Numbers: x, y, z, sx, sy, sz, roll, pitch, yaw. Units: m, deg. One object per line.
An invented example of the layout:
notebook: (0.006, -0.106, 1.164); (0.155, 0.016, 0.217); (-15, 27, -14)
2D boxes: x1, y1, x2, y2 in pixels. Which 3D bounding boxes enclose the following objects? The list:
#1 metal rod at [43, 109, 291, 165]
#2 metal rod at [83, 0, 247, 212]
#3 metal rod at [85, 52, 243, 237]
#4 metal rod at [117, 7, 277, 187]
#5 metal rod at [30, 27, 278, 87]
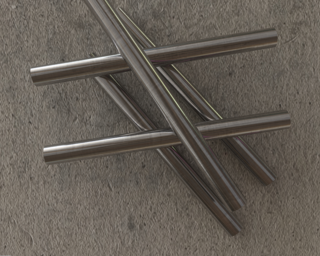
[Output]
metal rod: (0.009, 0.011, 0.387); (0.302, 0.025, 0.025); (-9, 90, -1)
metal rod: (0.006, -0.032, 0.361); (0.025, 0.025, 0.299); (-35, 91, 0)
metal rod: (0.003, 0.022, 0.410); (0.025, 0.025, 0.300); (-41, 91, 0)
metal rod: (0.044, -0.040, 0.411); (0.025, 0.025, 0.300); (-43, 91, 0)
metal rod: (-0.006, -0.089, 0.386); (0.302, 0.025, 0.025); (-10, 90, -1)
